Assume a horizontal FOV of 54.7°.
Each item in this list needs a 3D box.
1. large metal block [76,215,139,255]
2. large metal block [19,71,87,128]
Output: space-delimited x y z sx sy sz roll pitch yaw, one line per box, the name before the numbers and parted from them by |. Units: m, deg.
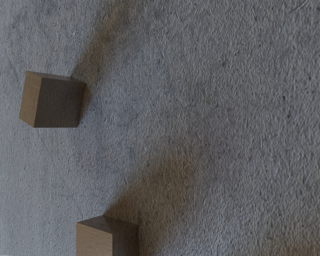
large metal block | -0.077 0.180 0.453 0.080 0.050 0.080 0 90 40
large metal block | -0.178 -0.046 0.517 0.050 0.081 0.079 23 105 37
